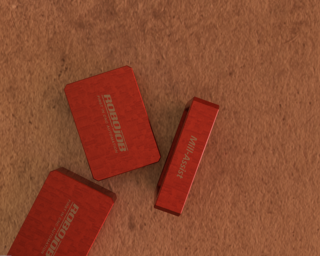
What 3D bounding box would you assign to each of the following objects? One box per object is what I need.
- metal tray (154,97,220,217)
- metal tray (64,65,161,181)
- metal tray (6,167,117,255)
[{"bbox_3d":[0.029,0.031,0.377,0.030,0.090,0.129,20,90,0],"label":"metal tray"},{"bbox_3d":[-0.060,-0.006,0.407,0.090,0.030,0.129,-18,90,-1],"label":"metal tray"},{"bbox_3d":[-0.126,0.128,0.406,0.090,0.030,0.130,27,90,-1],"label":"metal tray"}]
